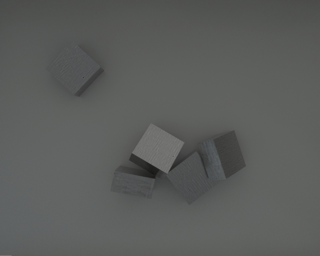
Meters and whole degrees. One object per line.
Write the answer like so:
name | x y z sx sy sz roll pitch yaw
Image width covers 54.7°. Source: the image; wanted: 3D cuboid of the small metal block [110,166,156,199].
small metal block | -0.033 0.069 0.399 0.050 0.050 0.025 11 90 0

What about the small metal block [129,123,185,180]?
small metal block | -0.004 0.030 0.400 0.050 0.025 0.050 30 60 2

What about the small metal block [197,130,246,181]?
small metal block | 0.080 0.035 0.398 0.050 0.025 0.050 -18 90 -45

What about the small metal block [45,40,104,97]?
small metal block | -0.112 -0.078 0.410 0.050 0.025 0.050 43 90 0

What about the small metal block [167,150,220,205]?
small metal block | 0.042 0.065 0.412 0.050 0.025 0.050 -37 90 0
